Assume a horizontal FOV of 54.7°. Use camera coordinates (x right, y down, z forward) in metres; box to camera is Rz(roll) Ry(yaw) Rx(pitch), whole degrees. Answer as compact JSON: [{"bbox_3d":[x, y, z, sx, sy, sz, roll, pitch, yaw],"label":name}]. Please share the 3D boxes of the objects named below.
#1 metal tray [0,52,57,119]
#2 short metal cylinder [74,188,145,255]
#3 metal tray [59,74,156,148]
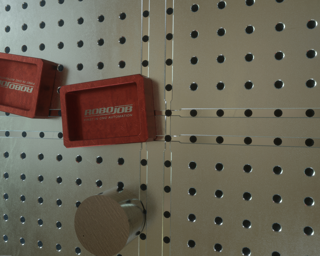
[{"bbox_3d":[-0.232,-0.070,0.489,0.130,0.030,0.089,12,94,19],"label":"metal tray"},{"bbox_3d":[-0.068,0.126,0.422,0.080,0.050,0.079,0,90,19],"label":"short metal cylinder"},{"bbox_3d":[-0.075,-0.021,0.434,0.130,0.030,0.089,-5,88,19],"label":"metal tray"}]
